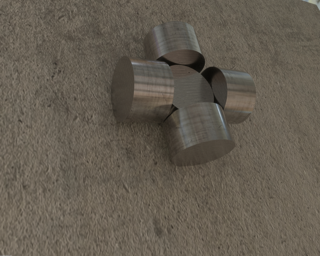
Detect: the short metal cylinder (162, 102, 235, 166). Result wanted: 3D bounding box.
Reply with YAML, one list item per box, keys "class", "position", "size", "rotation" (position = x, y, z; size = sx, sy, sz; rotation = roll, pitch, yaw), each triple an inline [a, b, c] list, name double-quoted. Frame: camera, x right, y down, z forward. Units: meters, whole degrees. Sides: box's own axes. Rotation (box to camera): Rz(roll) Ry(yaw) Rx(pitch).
- class: "short metal cylinder"
  position: [0.048, 0.010, 0.391]
  size: [0.081, 0.080, 0.050]
  rotation: [0, 61, -29]

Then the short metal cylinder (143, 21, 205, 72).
- class: "short metal cylinder"
  position: [0.019, -0.106, 0.445]
  size: [0.081, 0.080, 0.050]
  rotation: [2, 62, -28]

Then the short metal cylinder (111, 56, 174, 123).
- class: "short metal cylinder"
  position: [-0.024, -0.046, 0.387]
  size: [0.050, 0.080, 0.080]
  rotation: [2, 61, -28]

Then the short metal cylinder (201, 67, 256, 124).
- class: "short metal cylinder"
  position: [0.092, -0.046, 0.450]
  size: [0.050, 0.080, 0.080]
  rotation: [2, 61, -28]

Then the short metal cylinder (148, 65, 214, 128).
- class: "short metal cylinder"
  position: [0.027, -0.040, 0.430]
  size: [0.081, 0.050, 0.080]
  rotation: [14, 56, -21]
